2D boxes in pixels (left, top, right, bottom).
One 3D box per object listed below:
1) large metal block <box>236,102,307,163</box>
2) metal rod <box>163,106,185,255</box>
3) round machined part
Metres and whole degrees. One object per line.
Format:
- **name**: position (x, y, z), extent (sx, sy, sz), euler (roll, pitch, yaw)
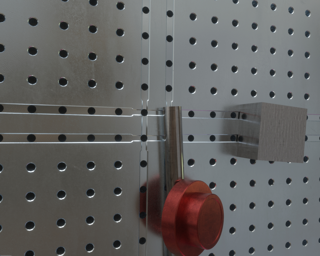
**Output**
- **large metal block**: position (0.165, 0.008, 0.460), extent (0.081, 0.050, 0.080), euler (6, 88, -20)
- **metal rod**: position (0.023, 0.120, 0.421), extent (0.025, 0.025, 0.298), euler (-3, 91, -20)
- **round machined part**: position (0.048, 0.116, 0.398), extent (0.099, 0.042, 0.097), euler (2, 87, -52)
